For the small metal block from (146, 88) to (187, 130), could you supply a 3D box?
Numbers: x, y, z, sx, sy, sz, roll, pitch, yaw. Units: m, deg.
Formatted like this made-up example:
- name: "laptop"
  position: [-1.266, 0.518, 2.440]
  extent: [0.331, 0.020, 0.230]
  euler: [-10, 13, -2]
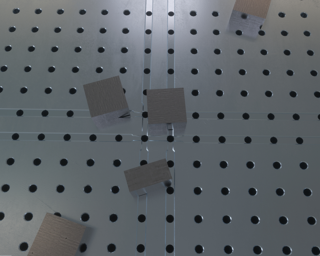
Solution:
- name: "small metal block"
  position: [0.008, -0.026, 0.421]
  extent: [0.050, 0.025, 0.050]
  euler: [-3, 70, -1]

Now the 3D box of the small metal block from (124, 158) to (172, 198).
- name: "small metal block"
  position: [-0.014, 0.062, 0.376]
  extent: [0.050, 0.050, 0.025]
  euler: [-16, 71, -6]

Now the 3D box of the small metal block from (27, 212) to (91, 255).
- name: "small metal block"
  position: [-0.116, 0.132, 0.363]
  extent: [0.050, 0.025, 0.050]
  euler: [18, 71, 6]

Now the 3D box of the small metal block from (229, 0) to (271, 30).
- name: "small metal block"
  position: [0.141, -0.187, 0.481]
  extent: [0.050, 0.025, 0.050]
  euler: [19, 71, 6]

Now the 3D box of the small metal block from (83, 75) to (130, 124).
- name: "small metal block"
  position: [-0.073, -0.039, 0.426]
  extent: [0.050, 0.025, 0.050]
  euler: [-16, 71, -6]
